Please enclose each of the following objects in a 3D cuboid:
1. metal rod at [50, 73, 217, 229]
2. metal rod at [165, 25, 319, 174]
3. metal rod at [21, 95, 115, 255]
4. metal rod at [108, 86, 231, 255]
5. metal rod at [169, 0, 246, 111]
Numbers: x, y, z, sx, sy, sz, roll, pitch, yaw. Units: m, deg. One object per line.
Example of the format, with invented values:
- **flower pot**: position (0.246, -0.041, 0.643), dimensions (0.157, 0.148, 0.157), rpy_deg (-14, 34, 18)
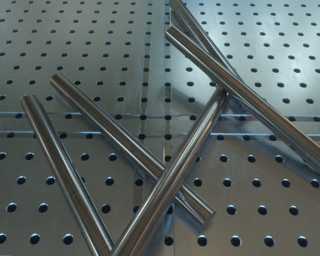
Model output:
- **metal rod**: position (-0.051, 0.012, 0.396), dimensions (0.025, 0.025, 0.300), rpy_deg (-35, 59, -26)
- **metal rod**: position (0.114, -0.044, 0.417), dimensions (0.025, 0.025, 0.300), rpy_deg (-33, 67, -25)
- **metal rod**: position (-0.103, 0.061, 0.354), dimensions (0.025, 0.025, 0.300), rpy_deg (-25, 55, -20)
- **metal rod**: position (0.028, 0.034, 0.350), dimensions (0.025, 0.025, 0.301), rpy_deg (21, 44, 16)
- **metal rod**: position (0.078, -0.142, 0.527), dimensions (0.025, 0.025, 0.299), rpy_deg (-15, 52, -12)
